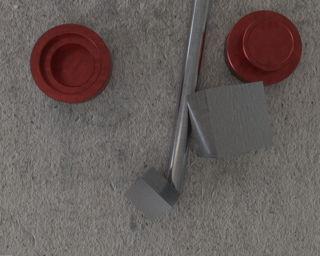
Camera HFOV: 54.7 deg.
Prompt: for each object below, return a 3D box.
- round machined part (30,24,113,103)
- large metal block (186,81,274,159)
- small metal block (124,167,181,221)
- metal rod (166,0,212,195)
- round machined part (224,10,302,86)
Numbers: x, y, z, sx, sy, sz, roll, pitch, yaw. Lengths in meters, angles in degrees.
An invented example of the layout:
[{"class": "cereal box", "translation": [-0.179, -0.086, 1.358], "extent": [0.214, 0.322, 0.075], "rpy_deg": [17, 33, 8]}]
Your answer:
[{"class": "round machined part", "translation": [-0.110, -0.080, 0.400], "extent": [0.099, 0.042, 0.097], "rpy_deg": [0, 90, 0]}, {"class": "large metal block", "translation": [0.086, -0.010, 0.386], "extent": [0.081, 0.050, 0.080], "rpy_deg": [-10, 90, -21]}, {"class": "small metal block", "translation": [-0.010, 0.085, 0.396], "extent": [0.050, 0.025, 0.050], "rpy_deg": [44, 132, 0]}, {"class": "metal rod", "translation": [0.039, -0.062, 0.410], "extent": [0.025, 0.025, 0.298], "rpy_deg": [9, 90, 0]}, {"class": "round machined part", "translation": [0.136, -0.105, 0.402], "extent": [0.099, 0.042, 0.097], "rpy_deg": [0, 90, 0]}]
